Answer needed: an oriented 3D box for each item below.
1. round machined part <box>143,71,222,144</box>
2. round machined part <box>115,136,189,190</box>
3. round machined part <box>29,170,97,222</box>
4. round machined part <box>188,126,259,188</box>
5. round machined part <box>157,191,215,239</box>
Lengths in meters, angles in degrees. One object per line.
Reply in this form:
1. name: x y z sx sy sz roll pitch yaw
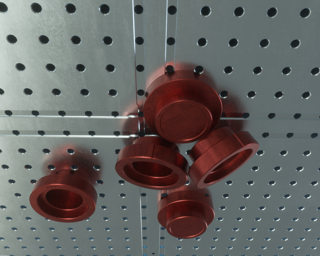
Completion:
1. round machined part: 0.028 -0.019 0.385 0.099 0.042 0.097 0 130 0
2. round machined part: -0.009 0.046 0.428 0.099 0.042 0.098 7 146 5
3. round machined part: -0.148 0.103 0.486 0.099 0.042 0.097 -1 130 0
4. round machined part: 0.078 0.035 0.412 0.099 0.042 0.098 -27 154 -14
5. round machined part: 0.045 0.154 0.533 0.099 0.042 0.097 -1 130 0
